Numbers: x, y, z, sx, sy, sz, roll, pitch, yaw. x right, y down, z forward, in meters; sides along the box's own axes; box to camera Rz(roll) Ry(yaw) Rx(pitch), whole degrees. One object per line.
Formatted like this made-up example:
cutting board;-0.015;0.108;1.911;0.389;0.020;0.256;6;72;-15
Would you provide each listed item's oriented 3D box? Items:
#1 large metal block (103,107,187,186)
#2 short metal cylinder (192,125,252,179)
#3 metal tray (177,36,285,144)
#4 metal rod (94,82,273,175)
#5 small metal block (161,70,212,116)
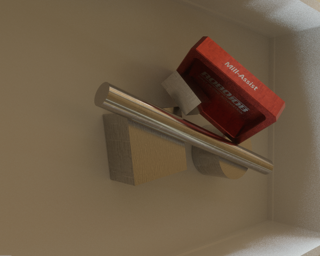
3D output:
large metal block;-0.017;0.018;0.377;0.081;0.050;0.079;-10;97;-40
short metal cylinder;0.095;0.035;0.471;0.081;0.050;0.079;0;90;-40
metal tray;0.080;-0.044;0.400;0.130;0.090;0.030;41;60;0
metal rod;0.054;0.014;0.386;0.302;0.025;0.025;23;76;-38
small metal block;0.035;-0.044;0.392;0.050;0.025;0.050;54;21;12
